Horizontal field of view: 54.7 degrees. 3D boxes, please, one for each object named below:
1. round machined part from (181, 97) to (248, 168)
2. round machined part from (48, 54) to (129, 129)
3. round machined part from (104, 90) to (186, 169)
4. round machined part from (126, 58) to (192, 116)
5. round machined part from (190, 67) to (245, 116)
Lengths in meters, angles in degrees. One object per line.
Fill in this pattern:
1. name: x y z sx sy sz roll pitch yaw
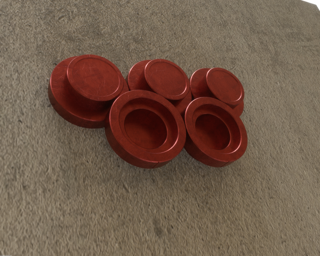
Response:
1. round machined part: 0.068 0.009 0.427 0.099 0.042 0.098 14 56 -21
2. round machined part: -0.084 -0.052 0.382 0.099 0.042 0.098 14 56 -21
3. round machined part: -0.021 0.005 0.381 0.099 0.042 0.098 14 56 -21
4. round machined part: 0.002 -0.057 0.432 0.099 0.042 0.098 14 56 -21
5. round machined part: 0.090 -0.054 0.478 0.099 0.042 0.098 14 56 -21
